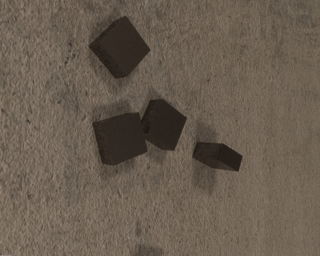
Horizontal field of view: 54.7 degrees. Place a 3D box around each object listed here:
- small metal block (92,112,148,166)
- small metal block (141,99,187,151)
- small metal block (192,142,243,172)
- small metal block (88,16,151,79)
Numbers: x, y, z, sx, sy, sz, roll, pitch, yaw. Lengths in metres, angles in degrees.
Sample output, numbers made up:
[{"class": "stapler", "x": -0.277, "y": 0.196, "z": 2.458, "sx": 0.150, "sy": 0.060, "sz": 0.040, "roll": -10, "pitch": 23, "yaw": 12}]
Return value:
[{"class": "small metal block", "x": -0.047, "y": 0.012, "z": 0.367, "sx": 0.050, "sy": 0.025, "sz": 0.050, "roll": -20, "pitch": 103, "yaw": -39}, {"class": "small metal block", "x": 0.003, "y": -0.004, "z": 0.409, "sx": 0.050, "sy": 0.025, "sz": 0.050, "roll": 35, "pitch": 68, "yaw": -35}, {"class": "small metal block", "x": 0.086, "y": 0.043, "z": 0.463, "sx": 0.050, "sy": 0.050, "sz": 0.025, "roll": 30, "pitch": 71, "yaw": -36}, {"class": "small metal block", "x": -0.047, "y": -0.095, "z": 0.367, "sx": 0.050, "sy": 0.025, "sz": 0.050, "roll": 51, "pitch": 60, "yaw": -28}]
